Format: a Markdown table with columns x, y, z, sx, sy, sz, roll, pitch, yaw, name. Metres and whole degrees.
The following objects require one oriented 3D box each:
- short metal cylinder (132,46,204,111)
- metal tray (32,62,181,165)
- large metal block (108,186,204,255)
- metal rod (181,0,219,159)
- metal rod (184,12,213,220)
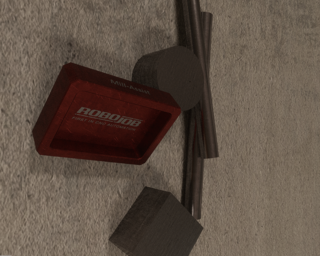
| x | y | z | sx | sy | sz | roll | pitch | yaw | name |
| --- | --- | --- | --- | --- | --- | --- | --- | --- | --- |
| 0.011 | -0.061 | 0.400 | 0.081 | 0.050 | 0.079 | 0 | 90 | -40 | short metal cylinder |
| -0.052 | -0.007 | 0.325 | 0.131 | 0.030 | 0.089 | 12 | 123 | -40 | metal tray |
| -0.002 | 0.133 | 0.389 | 0.080 | 0.050 | 0.080 | 51 | 60 | -28 | large metal block |
| 0.051 | -0.107 | 0.430 | 0.025 | 0.025 | 0.298 | -6 | 88 | -40 | metal rod |
| 0.056 | -0.020 | 0.453 | 0.025 | 0.025 | 0.298 | 6 | 86 | -40 | metal rod |
